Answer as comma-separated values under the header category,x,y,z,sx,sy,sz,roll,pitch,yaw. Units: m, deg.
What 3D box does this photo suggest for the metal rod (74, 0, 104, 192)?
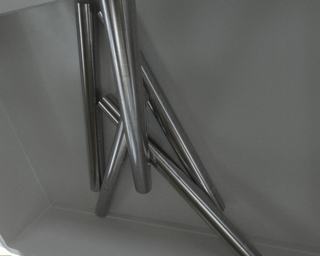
category,x,y,z,sx,sy,sz,roll,pitch,yaw
metal rod,-0.097,-0.024,0.444,0.025,0.025,0.298,17,125,18

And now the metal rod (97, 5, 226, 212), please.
category,x,y,z,sx,sy,sz,roll,pitch,yaw
metal rod,0.009,-0.011,0.396,0.025,0.025,0.299,-18,109,35

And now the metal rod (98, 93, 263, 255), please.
category,x,y,z,sx,sy,sz,roll,pitch,yaw
metal rod,0.026,0.070,0.409,0.300,0.025,0.025,47,129,6

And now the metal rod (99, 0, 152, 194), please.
category,x,y,z,sx,sy,sz,roll,pitch,yaw
metal rod,-0.027,-0.006,0.329,0.025,0.025,0.298,20,146,16

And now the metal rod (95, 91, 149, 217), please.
category,x,y,z,sx,sy,sz,roll,pitch,yaw
metal rod,-0.064,0.057,0.446,0.025,0.025,0.298,32,138,7
